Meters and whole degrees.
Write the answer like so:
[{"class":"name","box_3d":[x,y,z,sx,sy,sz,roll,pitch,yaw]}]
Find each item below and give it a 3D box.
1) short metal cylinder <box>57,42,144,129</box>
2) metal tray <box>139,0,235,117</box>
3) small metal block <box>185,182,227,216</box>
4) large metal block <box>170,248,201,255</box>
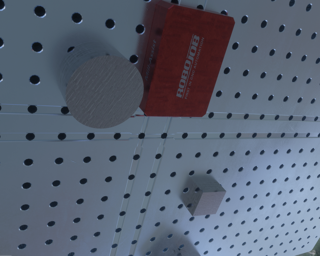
[{"class":"short metal cylinder","box_3d":[-0.064,-0.046,0.331,0.081,0.050,0.079,-14,124,-21]},{"class":"metal tray","box_3d":[0.029,-0.077,0.376,0.091,0.030,0.129,0,119,-29]},{"class":"small metal block","box_3d":[0.078,0.121,0.529,0.050,0.025,0.050,5,116,-31]},{"class":"large metal block","box_3d":[0.043,0.286,0.595,0.080,0.050,0.080,-49,129,6]}]
